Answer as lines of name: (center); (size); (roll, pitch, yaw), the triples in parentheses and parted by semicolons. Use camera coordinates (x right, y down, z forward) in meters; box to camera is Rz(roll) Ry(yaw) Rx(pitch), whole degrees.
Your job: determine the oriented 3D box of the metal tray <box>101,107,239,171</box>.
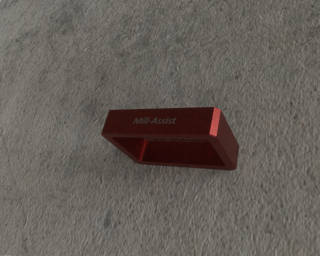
metal tray: (0.013, 0.014, 0.345); (0.130, 0.090, 0.030); (0, 62, 28)
